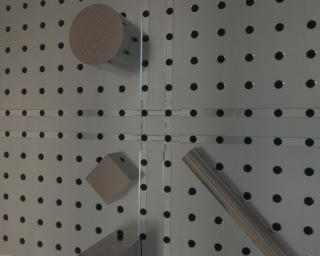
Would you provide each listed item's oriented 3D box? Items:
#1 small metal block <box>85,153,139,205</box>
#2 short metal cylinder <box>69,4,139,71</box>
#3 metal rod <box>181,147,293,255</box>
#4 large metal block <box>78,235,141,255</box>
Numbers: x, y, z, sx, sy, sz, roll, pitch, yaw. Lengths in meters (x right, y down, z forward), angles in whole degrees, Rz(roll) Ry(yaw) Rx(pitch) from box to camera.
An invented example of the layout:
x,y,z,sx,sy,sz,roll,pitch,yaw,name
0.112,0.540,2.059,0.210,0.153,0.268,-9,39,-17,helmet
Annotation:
x,y,z,sx,sy,sz,roll,pitch,yaw,name
-0.068,0.071,0.435,0.050,0.025,0.050,46,104,14,small metal block
-0.075,-0.121,0.425,0.080,0.050,0.079,0,90,19,short metal cylinder
0.133,0.142,0.365,0.025,0.025,0.300,-45,77,14,metal rod
-0.064,0.195,0.405,0.050,0.080,0.079,-1,90,20,large metal block
